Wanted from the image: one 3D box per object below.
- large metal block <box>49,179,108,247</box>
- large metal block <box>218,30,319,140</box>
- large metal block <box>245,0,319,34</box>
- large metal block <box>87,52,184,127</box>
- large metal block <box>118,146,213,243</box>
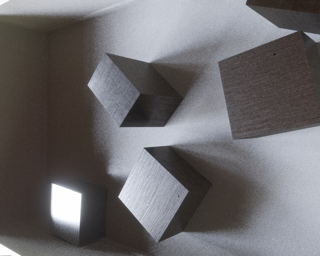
[{"bbox_3d":[-0.132,0.133,0.500,0.080,0.050,0.079,6,94,40],"label":"large metal block"},{"bbox_3d":[0.111,-0.036,0.299,0.080,0.050,0.080,-15,81,39],"label":"large metal block"},{"bbox_3d":[0.133,-0.113,0.261,0.080,0.081,0.050,26,107,37],"label":"large metal block"},{"bbox_3d":[-0.031,-0.046,0.397,0.080,0.081,0.050,50,120,28],"label":"large metal block"},{"bbox_3d":[0.005,0.079,0.387,0.080,0.050,0.080,41,115,32],"label":"large metal block"}]
